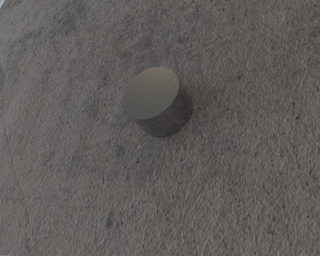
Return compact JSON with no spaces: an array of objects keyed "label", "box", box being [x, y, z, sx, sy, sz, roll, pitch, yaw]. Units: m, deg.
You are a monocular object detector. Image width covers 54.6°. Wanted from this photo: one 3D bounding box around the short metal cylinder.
[{"label":"short metal cylinder","box":[-0.003,-0.034,0.411,0.080,0.050,0.080,-13,56,21]}]
